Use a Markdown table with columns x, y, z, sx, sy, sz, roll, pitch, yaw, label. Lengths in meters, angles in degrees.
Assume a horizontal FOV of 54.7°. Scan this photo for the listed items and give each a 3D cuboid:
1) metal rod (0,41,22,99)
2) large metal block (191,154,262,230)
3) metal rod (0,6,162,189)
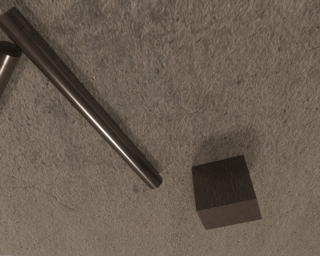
| x | y | z | sx | sy | sz | roll | pitch | yaw | label |
| --- | --- | --- | --- | --- | --- | --- | --- | --- | --- |
| -0.249 | 0.007 | 0.409 | 0.025 | 0.025 | 0.299 | 29 | 124 | -23 | metal rod |
| 0.095 | 0.093 | 0.452 | 0.080 | 0.080 | 0.050 | -15 | 129 | 12 | large metal block |
| -0.081 | -0.015 | 0.393 | 0.025 | 0.025 | 0.300 | -24 | 127 | 18 | metal rod |
